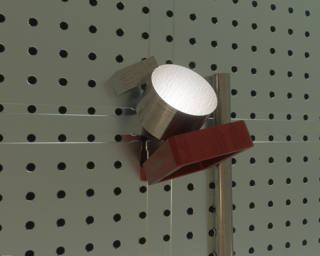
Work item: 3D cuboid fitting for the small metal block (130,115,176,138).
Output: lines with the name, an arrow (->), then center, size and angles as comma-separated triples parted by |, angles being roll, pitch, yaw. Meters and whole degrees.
small metal block -> -0.005, 0.000, 0.397 | 0.050, 0.050, 0.025 | 11, 87, -20

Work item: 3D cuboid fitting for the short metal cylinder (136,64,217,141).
short metal cylinder -> 0.019, -0.028, 0.361 | 0.081, 0.050, 0.080 | 16, 45, -16

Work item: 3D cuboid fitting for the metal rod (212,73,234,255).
metal rod -> 0.091, 0.072, 0.446 | 0.025, 0.025, 0.298 | -1, 91, -20

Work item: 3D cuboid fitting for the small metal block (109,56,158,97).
small metal block -> -0.032, -0.064, 0.387 | 0.050, 0.050, 0.025 | -27, 97, -18

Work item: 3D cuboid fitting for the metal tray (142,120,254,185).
metal tray -> 0.038, 0.033, 0.369 | 0.091, 0.129, 0.030 | -12, 75, -20
